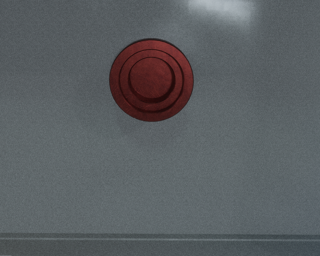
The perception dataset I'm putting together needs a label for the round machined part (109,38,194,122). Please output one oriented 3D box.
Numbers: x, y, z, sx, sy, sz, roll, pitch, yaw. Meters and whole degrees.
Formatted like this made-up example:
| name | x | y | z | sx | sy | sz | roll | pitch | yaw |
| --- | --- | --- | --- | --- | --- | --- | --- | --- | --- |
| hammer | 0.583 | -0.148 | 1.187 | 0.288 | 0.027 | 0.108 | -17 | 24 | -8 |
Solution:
| name | x | y | z | sx | sy | sz | roll | pitch | yaw |
| --- | --- | --- | --- | --- | --- | --- | --- | --- | --- |
| round machined part | -0.010 | -0.060 | 0.380 | 0.099 | 0.042 | 0.097 | 0 | 110 | -1 |
